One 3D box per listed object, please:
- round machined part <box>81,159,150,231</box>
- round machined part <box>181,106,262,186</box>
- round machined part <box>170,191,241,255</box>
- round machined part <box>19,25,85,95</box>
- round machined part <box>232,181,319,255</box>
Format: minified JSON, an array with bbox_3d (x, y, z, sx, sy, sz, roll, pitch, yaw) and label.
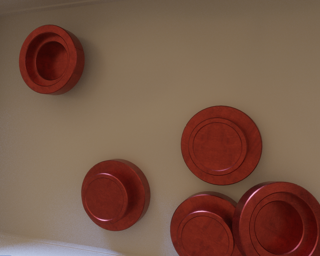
[{"bbox_3d":[-0.067,0.093,0.424,0.098,0.042,0.097,0,90,19],"label":"round machined part"},{"bbox_3d":[0.072,0.021,0.376,0.098,0.042,0.097,0,90,19],"label":"round machined part"},{"bbox_3d":[0.059,0.131,0.380,0.098,0.042,0.097,0,90,19],"label":"round machined part"},{"bbox_3d":[-0.152,-0.096,0.453,0.098,0.042,0.097,0,90,19],"label":"round machined part"},{"bbox_3d":[0.127,0.108,0.343,0.099,0.042,0.097,1,81,-8],"label":"round machined part"}]
